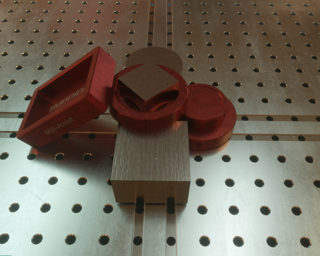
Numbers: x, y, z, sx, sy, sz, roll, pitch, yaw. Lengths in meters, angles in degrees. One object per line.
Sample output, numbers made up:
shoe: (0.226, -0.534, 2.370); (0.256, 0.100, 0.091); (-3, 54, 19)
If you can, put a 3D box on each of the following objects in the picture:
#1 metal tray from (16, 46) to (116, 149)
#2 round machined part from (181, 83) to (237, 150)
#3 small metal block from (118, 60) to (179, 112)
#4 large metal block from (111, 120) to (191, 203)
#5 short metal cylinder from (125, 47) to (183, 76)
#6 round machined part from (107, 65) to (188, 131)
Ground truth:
metal tray: (-0.117, -0.036, 0.387); (0.130, 0.030, 0.090); (-25, 43, 28)
round machined part: (0.053, -0.022, 0.414); (0.099, 0.042, 0.098); (0, 50, 0)
small metal block: (-0.014, -0.048, 0.368); (0.050, 0.025, 0.050); (-34, 58, -25)
large metal block: (-0.009, 0.038, 0.355); (0.080, 0.050, 0.080); (1, 50, 0)
short metal cylinder: (-0.008, -0.074, 0.453); (0.080, 0.050, 0.080); (0, 50, 0)
round machined part: (-0.015, -0.033, 0.386); (0.099, 0.042, 0.098); (0, 50, 0)
